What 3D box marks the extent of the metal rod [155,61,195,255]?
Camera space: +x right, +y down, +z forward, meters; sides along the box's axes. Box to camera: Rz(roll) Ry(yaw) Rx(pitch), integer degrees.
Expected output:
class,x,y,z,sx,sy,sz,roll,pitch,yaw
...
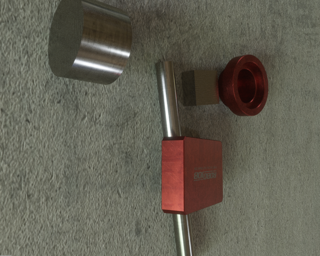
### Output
class,x,y,z,sx,sy,sz,roll,pitch,yaw
metal rod,0.023,0.060,0.426,0.025,0.025,0.298,-11,98,-40

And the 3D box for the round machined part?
class,x,y,z,sx,sy,sz,roll,pitch,yaw
round machined part,0.132,-0.068,0.508,0.099,0.042,0.097,0,90,-40

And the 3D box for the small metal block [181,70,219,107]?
class,x,y,z,sx,sy,sz,roll,pitch,yaw
small metal block,0.060,-0.059,0.458,0.050,0.025,0.050,-8,95,-40

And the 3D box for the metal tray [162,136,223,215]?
class,x,y,z,sx,sy,sz,roll,pitch,yaw
metal tray,0.047,0.059,0.412,0.131,0.030,0.089,9,79,-59

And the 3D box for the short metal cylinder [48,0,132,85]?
class,x,y,z,sx,sy,sz,roll,pitch,yaw
short metal cylinder,-0.072,-0.087,0.310,0.050,0.080,0.080,5,87,-40
